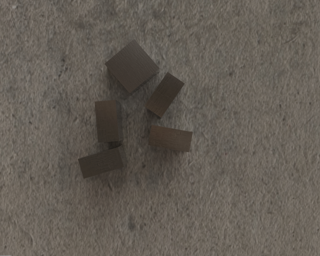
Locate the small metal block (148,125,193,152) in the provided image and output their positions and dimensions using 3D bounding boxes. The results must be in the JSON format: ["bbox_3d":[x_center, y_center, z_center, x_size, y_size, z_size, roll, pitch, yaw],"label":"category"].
[{"bbox_3d":[0.013,0.013,0.398,0.050,0.050,0.025,10,90,-1],"label":"small metal block"}]

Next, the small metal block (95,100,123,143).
[{"bbox_3d":[-0.064,-0.008,0.397,0.025,0.050,0.050,-5,90,0],"label":"small metal block"}]

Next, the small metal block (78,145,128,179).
[{"bbox_3d":[-0.071,0.042,0.397,0.050,0.050,0.025,-16,90,0],"label":"small metal block"}]

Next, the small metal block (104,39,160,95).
[{"bbox_3d":[-0.036,-0.079,0.409,0.050,0.025,0.050,-41,91,0],"label":"small metal block"}]

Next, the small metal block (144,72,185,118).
[{"bbox_3d":[0.005,-0.040,0.398,0.025,0.050,0.050,34,90,-1],"label":"small metal block"}]
